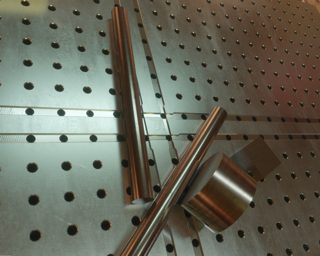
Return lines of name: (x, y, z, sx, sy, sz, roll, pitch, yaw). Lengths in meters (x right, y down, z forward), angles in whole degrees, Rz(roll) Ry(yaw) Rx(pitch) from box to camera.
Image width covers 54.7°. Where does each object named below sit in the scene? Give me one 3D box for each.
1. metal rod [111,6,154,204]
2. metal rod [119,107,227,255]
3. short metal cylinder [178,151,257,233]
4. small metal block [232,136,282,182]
metal rod: (-0.041, -0.049, 0.417, 0.025, 0.025, 0.299, 5, 59, -26)
metal rod: (0.019, 0.070, 0.377, 0.025, 0.025, 0.301, 39, 51, -2)
short metal cylinder: (0.066, 0.074, 0.365, 0.050, 0.080, 0.080, 40, 51, -2)
small metal block: (0.144, 0.047, 0.459, 0.050, 0.025, 0.050, -27, 77, -37)
